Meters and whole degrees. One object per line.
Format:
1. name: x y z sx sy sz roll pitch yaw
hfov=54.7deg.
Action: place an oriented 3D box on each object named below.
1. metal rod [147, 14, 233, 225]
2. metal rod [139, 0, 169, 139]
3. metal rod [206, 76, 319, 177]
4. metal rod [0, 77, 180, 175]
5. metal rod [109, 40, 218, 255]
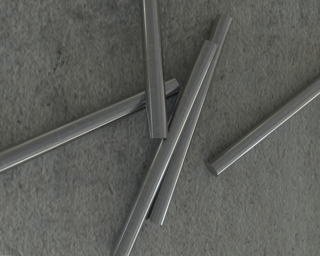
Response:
1. metal rod: 0.042 -0.017 0.425 0.025 0.025 0.299 22 83 -19
2. metal rod: -0.012 -0.135 0.388 0.025 0.025 0.298 -2 84 -20
3. metal rod: 0.192 -0.022 0.481 0.302 0.025 0.025 -34 102 -17
4. metal rod: -0.109 0.005 0.369 0.302 0.025 0.025 -26 99 -19
5. metal rod: 0.007 0.026 0.400 0.025 0.025 0.299 25 86 -19
